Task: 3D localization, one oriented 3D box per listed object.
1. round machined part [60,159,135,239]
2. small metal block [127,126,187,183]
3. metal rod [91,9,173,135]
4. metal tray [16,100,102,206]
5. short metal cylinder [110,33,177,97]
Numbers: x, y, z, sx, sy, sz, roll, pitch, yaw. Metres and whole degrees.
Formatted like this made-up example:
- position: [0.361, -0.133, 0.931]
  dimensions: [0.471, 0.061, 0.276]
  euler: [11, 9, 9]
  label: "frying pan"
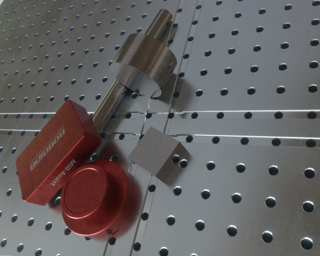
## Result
- position: [-0.084, 0.084, 0.388]
  dimensions: [0.098, 0.042, 0.098]
  euler: [-13, 56, 20]
  label: "round machined part"
- position: [-0.003, 0.033, 0.389]
  dimensions: [0.050, 0.025, 0.050]
  euler: [28, 77, 37]
  label: "small metal block"
- position: [-0.061, -0.064, 0.477]
  dimensions: [0.025, 0.025, 0.300]
  euler: [18, 71, 35]
  label: "metal rod"
- position: [-0.147, 0.034, 0.439]
  dimensions: [0.130, 0.030, 0.090]
  euler: [-47, 46, 9]
  label: "metal tray"
- position: [-0.023, -0.086, 0.437]
  dimensions: [0.080, 0.080, 0.050]
  euler: [16, 70, 34]
  label: "short metal cylinder"
